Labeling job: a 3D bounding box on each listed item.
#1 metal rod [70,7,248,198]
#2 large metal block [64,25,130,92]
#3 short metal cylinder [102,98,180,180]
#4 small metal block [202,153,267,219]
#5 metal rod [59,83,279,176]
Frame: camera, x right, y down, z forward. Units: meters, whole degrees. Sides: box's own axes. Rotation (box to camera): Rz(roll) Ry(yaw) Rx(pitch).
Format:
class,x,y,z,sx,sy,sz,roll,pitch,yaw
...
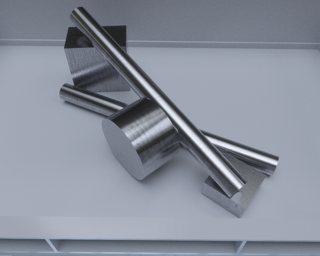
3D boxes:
class,x,y,z,sx,sy,sz,roll,pitch,yaw
metal rod,-0.014,-0.043,0.364,0.025,0.025,0.300,-33,70,-25
large metal block,-0.086,-0.099,0.450,0.081,0.080,0.050,-3,50,-3
short metal cylinder,-0.023,0.012,0.356,0.050,0.080,0.080,-33,58,-25
small metal block,0.083,0.064,0.351,0.050,0.025,0.050,31,56,23
metal rod,0.000,-0.004,0.406,0.301,0.025,0.025,20,53,15
